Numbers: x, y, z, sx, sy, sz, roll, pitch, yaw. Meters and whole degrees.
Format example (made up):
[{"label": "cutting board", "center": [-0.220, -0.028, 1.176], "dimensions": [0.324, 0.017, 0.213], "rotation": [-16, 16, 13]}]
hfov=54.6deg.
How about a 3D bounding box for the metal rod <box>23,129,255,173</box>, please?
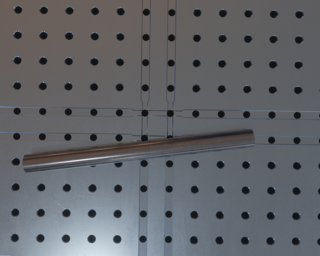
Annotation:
[{"label": "metal rod", "center": [-0.027, 0.030, 0.413], "dimensions": [0.302, 0.025, 0.025], "rotation": [-7, 90, 0]}]
